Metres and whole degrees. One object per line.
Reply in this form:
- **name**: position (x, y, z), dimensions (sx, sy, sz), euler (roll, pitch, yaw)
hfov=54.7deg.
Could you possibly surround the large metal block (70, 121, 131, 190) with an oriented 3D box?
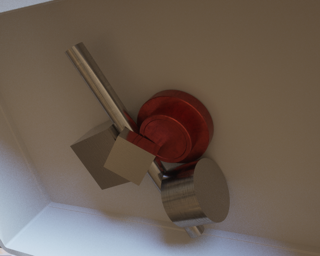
- **large metal block**: position (-0.065, 0.034, 0.441), dimensions (0.080, 0.050, 0.080), euler (-22, 107, 36)

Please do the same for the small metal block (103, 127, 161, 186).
- **small metal block**: position (-0.035, 0.035, 0.383), dimensions (0.050, 0.025, 0.050), euler (29, 117, 1)

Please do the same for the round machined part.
- **round machined part**: position (0.014, 0.005, 0.389), dimensions (0.098, 0.042, 0.097), euler (13, 124, 20)

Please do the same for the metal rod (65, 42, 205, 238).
- **metal rod**: position (-0.026, 0.026, 0.408), dimensions (0.025, 0.025, 0.299), euler (-23, 107, 36)

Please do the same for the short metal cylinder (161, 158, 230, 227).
- **short metal cylinder**: position (0.046, 0.083, 0.397), dimensions (0.050, 0.080, 0.080), euler (-22, 107, 36)
